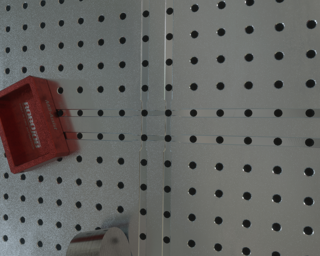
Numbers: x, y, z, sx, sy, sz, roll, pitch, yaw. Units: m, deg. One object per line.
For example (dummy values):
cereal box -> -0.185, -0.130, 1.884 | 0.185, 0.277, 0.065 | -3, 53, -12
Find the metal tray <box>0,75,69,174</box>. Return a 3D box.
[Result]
metal tray -> -0.203, -0.004, 0.479 | 0.090, 0.030, 0.129 | -22, 83, 18

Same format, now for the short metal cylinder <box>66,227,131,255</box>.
short metal cylinder -> -0.079, 0.176, 0.410 | 0.050, 0.080, 0.080 | -15, 85, 19
